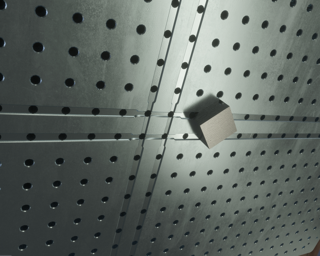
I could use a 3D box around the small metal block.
[{"bbox_3d":[0.079,-0.005,0.450,0.050,0.025,0.050,-33,129,-7],"label":"small metal block"}]
